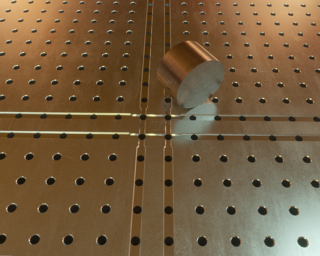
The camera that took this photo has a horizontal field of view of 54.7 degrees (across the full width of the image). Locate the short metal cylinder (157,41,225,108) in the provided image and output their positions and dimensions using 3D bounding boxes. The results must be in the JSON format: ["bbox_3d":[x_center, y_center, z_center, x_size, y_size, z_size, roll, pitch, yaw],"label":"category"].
[{"bbox_3d":[0.043,-0.074,0.435,0.081,0.080,0.050,-25,55,-20],"label":"short metal cylinder"}]
